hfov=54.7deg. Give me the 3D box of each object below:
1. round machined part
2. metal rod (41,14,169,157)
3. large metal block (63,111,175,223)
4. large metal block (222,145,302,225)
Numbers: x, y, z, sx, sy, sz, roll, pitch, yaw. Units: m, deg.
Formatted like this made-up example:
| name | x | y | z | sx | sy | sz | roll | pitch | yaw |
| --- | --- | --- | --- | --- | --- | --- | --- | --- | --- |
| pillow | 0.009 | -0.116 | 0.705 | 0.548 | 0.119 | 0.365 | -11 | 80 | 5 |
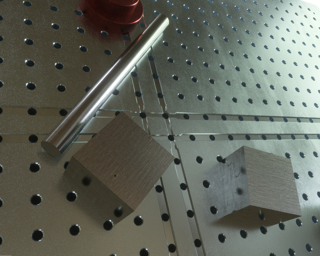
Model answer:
| name | x | y | z | sx | sy | sz | roll | pitch | yaw |
| --- | --- | --- | --- | --- | --- | --- | --- | --- | --- |
| round machined part | -0.071 | -0.199 | 0.480 | 0.099 | 0.042 | 0.098 | 14 | 56 | -21 |
| metal rod | -0.057 | -0.078 | 0.425 | 0.025 | 0.025 | 0.301 | 35 | 51 | -5 |
| large metal block | -0.044 | 0.042 | 0.343 | 0.080 | 0.050 | 0.080 | 42 | 51 | 0 |
| large metal block | 0.134 | 0.078 | 0.416 | 0.081 | 0.050 | 0.080 | 16 | 55 | -19 |
